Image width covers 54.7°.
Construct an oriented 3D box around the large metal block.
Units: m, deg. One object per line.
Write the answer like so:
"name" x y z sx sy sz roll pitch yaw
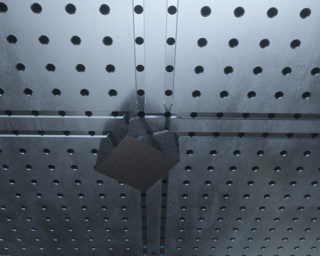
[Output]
"large metal block" -0.030 0.034 0.424 0.080 0.050 0.080 29 124 -23
